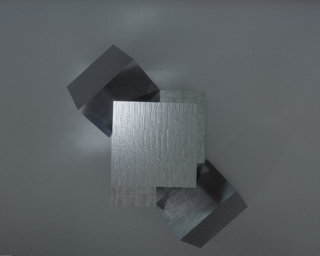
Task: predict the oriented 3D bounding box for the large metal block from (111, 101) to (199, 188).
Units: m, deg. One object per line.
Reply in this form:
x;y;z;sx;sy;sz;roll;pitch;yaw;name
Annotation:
-0.005;0.015;0.317;0.081;0.050;0.080;2;90;0;large metal block

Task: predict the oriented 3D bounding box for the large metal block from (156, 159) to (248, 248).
0.053;0.094;0.375;0.080;0.080;0.050;-41;55;0;large metal block

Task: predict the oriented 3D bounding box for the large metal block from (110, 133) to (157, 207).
-0.029;0.047;0.382;0.050;0.080;0.080;1;90;0;large metal block

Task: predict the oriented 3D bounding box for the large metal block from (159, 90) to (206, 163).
0.024;-0.001;0.381;0.050;0.080;0.080;1;90;0;large metal block

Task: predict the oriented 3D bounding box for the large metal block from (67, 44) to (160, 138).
-0.059;-0.048;0.374;0.080;0.080;0.050;-43;125;0;large metal block
